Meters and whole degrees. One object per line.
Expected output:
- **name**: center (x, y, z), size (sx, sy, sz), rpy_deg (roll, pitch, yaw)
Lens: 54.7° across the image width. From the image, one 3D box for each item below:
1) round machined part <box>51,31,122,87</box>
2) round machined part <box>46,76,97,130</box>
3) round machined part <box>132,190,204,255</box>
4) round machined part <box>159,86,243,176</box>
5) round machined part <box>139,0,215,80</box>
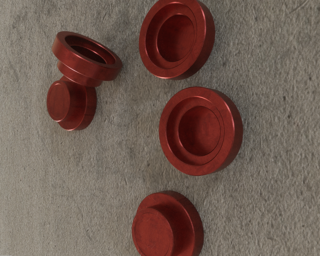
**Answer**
- **round machined part**: center (-0.108, -0.095, 0.446), size (0.098, 0.099, 0.042), rpy_deg (47, 118, 29)
- **round machined part**: center (-0.154, -0.044, 0.521), size (0.098, 0.042, 0.097), rpy_deg (0, 90, 40)
- **round machined part**: center (0.003, 0.131, 0.392), size (0.098, 0.042, 0.097), rpy_deg (0, 90, 40)
- **round machined part**: center (0.049, 0.003, 0.353), size (0.098, 0.042, 0.097), rpy_deg (0, 90, 40)
- **round machined part**: center (0.024, -0.106, 0.374), size (0.098, 0.042, 0.097), rpy_deg (0, 90, 40)
